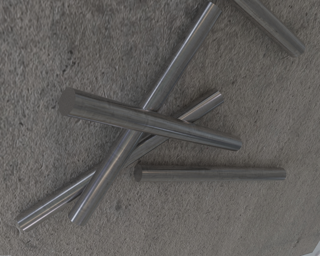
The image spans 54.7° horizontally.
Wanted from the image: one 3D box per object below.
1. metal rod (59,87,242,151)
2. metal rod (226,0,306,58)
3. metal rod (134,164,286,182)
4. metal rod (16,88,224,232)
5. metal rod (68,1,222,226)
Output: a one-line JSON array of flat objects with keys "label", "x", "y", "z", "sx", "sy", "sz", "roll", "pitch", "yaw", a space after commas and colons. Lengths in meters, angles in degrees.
[{"label": "metal rod", "x": 0.019, "y": 0.001, "z": 0.375, "sx": 0.302, "sy": 0.025, "sz": 0.025, "roll": 13, "pitch": 112, "yaw": -48}, {"label": "metal rod", "x": 0.084, "y": -0.158, "z": 0.354, "sx": 0.302, "sy": 0.025, "sz": 0.025, "roll": 22, "pitch": 107, "yaw": -36}, {"label": "metal rod", "x": 0.099, "y": 0.075, "z": 0.506, "sx": 0.302, "sy": 0.025, "sz": 0.025, "roll": 5, "pitch": 116, "yaw": -31}, {"label": "metal rod", "x": -0.046, "y": 0.038, "z": 0.404, "sx": 0.301, "sy": 0.025, "sz": 0.025, "roll": -33, "pitch": 129, "yaw": -7}, {"label": "metal rod", "x": -0.021, "y": -0.013, "z": 0.367, "sx": 0.025, "sy": 0.025, "sz": 0.299, "roll": 29, "pitch": 96, "yaw": -38}]
